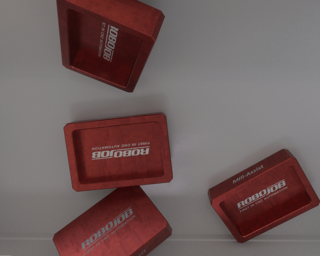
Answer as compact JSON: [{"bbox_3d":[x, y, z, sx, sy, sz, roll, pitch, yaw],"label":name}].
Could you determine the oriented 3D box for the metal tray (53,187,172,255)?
[{"bbox_3d":[-0.062,0.138,0.402,0.131,0.090,0.030,-35,141,-13],"label":"metal tray"}]

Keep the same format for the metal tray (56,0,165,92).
[{"bbox_3d":[-0.056,-0.089,0.326,0.090,0.130,0.030,21,70,-8],"label":"metal tray"}]

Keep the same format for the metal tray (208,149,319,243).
[{"bbox_3d":[0.148,0.100,0.446,0.130,0.030,0.090,-32,107,11],"label":"metal tray"}]

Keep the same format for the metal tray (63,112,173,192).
[{"bbox_3d":[-0.052,0.030,0.408,0.131,0.030,0.089,-6,96,2],"label":"metal tray"}]
